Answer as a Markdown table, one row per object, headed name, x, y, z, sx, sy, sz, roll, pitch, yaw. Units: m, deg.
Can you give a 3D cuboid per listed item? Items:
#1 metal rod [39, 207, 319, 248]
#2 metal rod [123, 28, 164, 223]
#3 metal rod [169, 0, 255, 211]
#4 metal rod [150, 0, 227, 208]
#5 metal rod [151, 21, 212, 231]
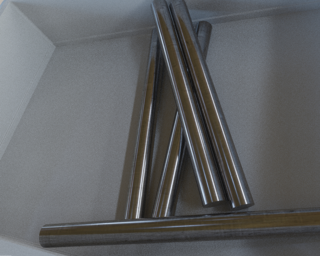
| name | x | y | z | sx | sy | sz | roll | pitch | yaw |
| --- | --- | --- | --- | --- | --- | --- | --- | --- | --- |
| metal rod | 0.019 | 0.100 | 0.307 | 0.301 | 0.025 | 0.025 | -8 | 58 | 14 |
| metal rod | -0.015 | -0.023 | 0.426 | 0.025 | 0.025 | 0.299 | -8 | 58 | 24 |
| metal rod | 0.054 | -0.049 | 0.382 | 0.025 | 0.025 | 0.299 | -21 | 61 | 15 |
| metal rod | 0.027 | -0.051 | 0.387 | 0.025 | 0.025 | 0.299 | -21 | 61 | 15 |
| metal rod | 0.033 | -0.019 | 0.399 | 0.025 | 0.025 | 0.300 | 0 | 61 | 28 |
